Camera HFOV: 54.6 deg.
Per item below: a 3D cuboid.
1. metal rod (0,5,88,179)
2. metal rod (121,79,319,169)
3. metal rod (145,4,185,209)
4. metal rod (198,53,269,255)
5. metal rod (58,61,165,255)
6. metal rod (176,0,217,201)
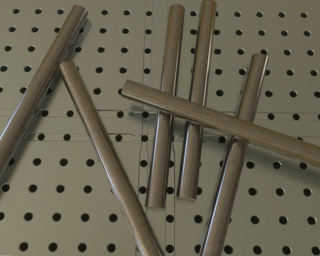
[{"bbox_3d":[-0.172,-0.048,0.428,0.025,0.025,0.300,19,71,6],"label":"metal rod"},{"bbox_3d":[0.095,0.000,0.384,0.301,0.025,0.025,20,71,7],"label":"metal rod"},{"bbox_3d":[0.010,-0.043,0.427,0.025,0.025,0.299,6,70,2],"label":"metal rod"},{"bbox_3d":[0.098,0.033,0.400,0.025,0.025,0.300,17,71,6],"label":"metal rod"},{"bbox_3d":[-0.066,0.038,0.397,0.025,0.025,0.299,-25,72,-9],"label":"metal rod"},{"bbox_3d":[0.054,-0.052,0.431,0.025,0.025,0.299,8,70,3],"label":"metal rod"}]
